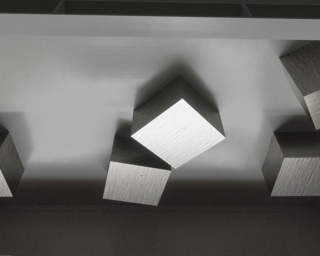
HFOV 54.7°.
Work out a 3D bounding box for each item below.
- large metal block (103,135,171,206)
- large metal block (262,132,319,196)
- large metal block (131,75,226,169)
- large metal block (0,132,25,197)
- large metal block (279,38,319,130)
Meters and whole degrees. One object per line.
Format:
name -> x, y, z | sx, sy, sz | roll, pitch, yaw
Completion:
large metal block -> -0.034, 0.063, 0.446 | 0.081, 0.050, 0.079 | 10, 129, -9
large metal block -> 0.199, 0.052, 0.440 | 0.081, 0.050, 0.079 | 0, 130, 0
large metal block -> 0.022, -0.005, 0.389 | 0.080, 0.050, 0.080 | -36, 122, 26
large metal block -> -0.249, 0.051, 0.432 | 0.081, 0.050, 0.079 | 1, 130, -1
large metal block -> 0.185, -0.056, 0.329 | 0.080, 0.080, 0.050 | -25, 126, 19
